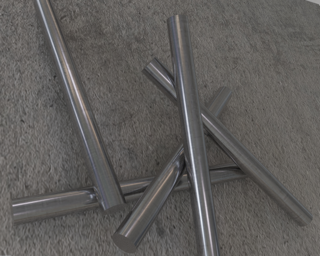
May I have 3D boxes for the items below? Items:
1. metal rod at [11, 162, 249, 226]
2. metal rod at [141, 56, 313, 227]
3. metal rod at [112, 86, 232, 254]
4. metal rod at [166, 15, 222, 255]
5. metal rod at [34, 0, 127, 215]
[{"bbox_3d":[-0.005,0.067,0.359,0.303,0.025,0.025,-5,64,-30],"label":"metal rod"},{"bbox_3d":[0.093,0.025,0.395,0.300,0.025,0.025,43,50,-12],"label":"metal rod"},{"bbox_3d":[0.035,0.024,0.383,0.025,0.025,0.301,41,43,0],"label":"metal rod"},{"bbox_3d":[0.039,0.023,0.344,0.025,0.025,0.298,-5,85,-30],"label":"metal rod"},{"bbox_3d":[-0.101,-0.045,0.359,0.025,0.025,0.299,-8,61,-32],"label":"metal rod"}]
